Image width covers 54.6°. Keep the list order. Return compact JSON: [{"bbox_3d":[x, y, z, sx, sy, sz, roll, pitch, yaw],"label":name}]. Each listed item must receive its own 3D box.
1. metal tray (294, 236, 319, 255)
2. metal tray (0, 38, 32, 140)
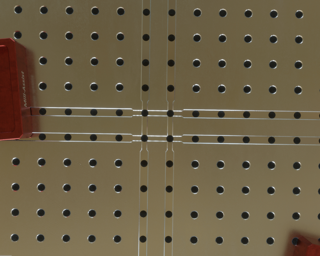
[{"bbox_3d":[0.243,0.207,0.412,0.131,0.030,0.090,15,90,0],"label":"metal tray"},{"bbox_3d":[-0.225,-0.047,0.409,0.090,0.030,0.129,-5,90,0],"label":"metal tray"}]
